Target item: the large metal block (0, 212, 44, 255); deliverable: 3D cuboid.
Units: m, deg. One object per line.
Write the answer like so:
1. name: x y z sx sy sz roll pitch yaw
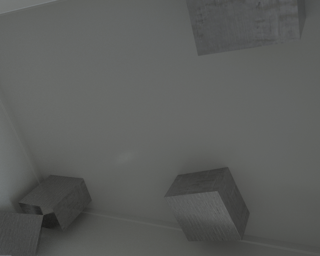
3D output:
1. large metal block: -0.234 0.182 0.486 0.081 0.080 0.050 9 127 -14

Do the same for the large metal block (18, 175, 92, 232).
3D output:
1. large metal block: -0.184 0.130 0.551 0.080 0.080 0.050 1 119 28

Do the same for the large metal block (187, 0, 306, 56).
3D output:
1. large metal block: 0.078 -0.104 0.268 0.080 0.080 0.050 -2 118 29

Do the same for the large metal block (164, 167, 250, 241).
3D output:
1. large metal block: 0.065 0.106 0.424 0.080 0.050 0.080 -16 111 34
